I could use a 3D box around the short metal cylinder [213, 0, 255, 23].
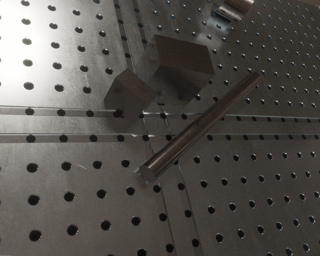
[{"bbox_3d":[0.146,-0.257,0.611,0.050,0.080,0.080,22,53,-16],"label":"short metal cylinder"}]

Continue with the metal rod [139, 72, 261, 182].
[{"bbox_3d":[0.077,-0.018,0.462,0.025,0.025,0.302,48,51,5],"label":"metal rod"}]

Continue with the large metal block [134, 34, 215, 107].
[{"bbox_3d":[0.016,-0.076,0.429,0.081,0.080,0.050,5,60,-26],"label":"large metal block"}]

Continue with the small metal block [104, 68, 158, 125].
[{"bbox_3d":[-0.038,-0.040,0.397,0.050,0.050,0.025,41,51,-1],"label":"small metal block"}]
